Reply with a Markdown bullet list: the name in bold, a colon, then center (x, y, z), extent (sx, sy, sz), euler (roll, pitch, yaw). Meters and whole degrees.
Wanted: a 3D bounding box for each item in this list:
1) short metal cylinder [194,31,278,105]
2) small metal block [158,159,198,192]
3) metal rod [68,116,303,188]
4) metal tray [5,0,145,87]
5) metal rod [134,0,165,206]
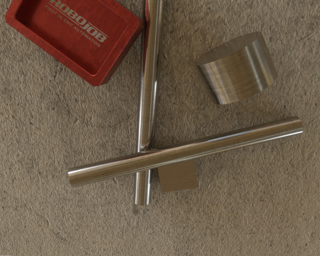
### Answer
- **short metal cylinder**: center (0.086, -0.069, 0.356), extent (0.080, 0.080, 0.050), euler (-25, 108, 9)
- **small metal block**: center (0.024, 0.059, 0.432), extent (0.050, 0.025, 0.050), euler (-8, 110, 3)
- **metal rod**: center (0.035, 0.029, 0.400), extent (0.302, 0.025, 0.025), euler (-13, 110, -4)
- **metal tray**: center (-0.095, -0.120, 0.348), extent (0.130, 0.030, 0.090), euler (36, 106, -1)
- **metal rod**: center (-0.015, -0.034, 0.396), extent (0.025, 0.025, 0.298), euler (4, 110, -2)
